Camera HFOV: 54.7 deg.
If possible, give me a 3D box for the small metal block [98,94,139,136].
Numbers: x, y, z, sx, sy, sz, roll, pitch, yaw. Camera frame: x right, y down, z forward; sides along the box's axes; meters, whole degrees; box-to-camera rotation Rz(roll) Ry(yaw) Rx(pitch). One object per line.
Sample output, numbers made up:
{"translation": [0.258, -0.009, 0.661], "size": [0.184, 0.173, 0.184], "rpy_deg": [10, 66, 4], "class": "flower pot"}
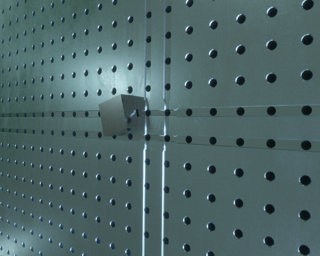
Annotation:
{"translation": [-0.061, -0.018, 0.458], "size": [0.050, 0.025, 0.050], "rpy_deg": [-18, 79, 38], "class": "small metal block"}
